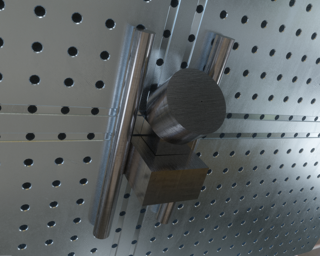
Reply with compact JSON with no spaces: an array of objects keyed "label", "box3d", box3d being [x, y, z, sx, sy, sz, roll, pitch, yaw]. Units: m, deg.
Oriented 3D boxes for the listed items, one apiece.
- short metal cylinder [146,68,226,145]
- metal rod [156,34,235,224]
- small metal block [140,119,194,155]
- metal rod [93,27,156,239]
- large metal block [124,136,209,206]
[{"label":"short metal cylinder","box3d":[0.031,-0.024,0.369,0.081,0.050,0.080,9,70,-27]},{"label":"metal rod","box3d":[0.044,0.017,0.446,0.025,0.025,0.298,2,118,-29]},{"label":"small metal block","box3d":[0.009,0.011,0.406,0.050,0.050,0.025,1,118,-30]},{"label":"metal rod","box3d":[-0.052,0.025,0.398,0.025,0.025,0.298,1,118,-29]},{"label":"large metal block","box3d":[0.003,0.052,0.406,0.081,0.080,0.050,1,118,-29]}]
